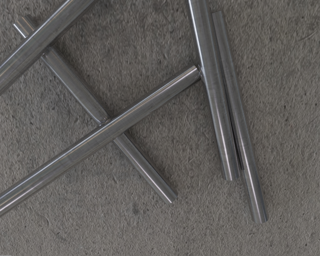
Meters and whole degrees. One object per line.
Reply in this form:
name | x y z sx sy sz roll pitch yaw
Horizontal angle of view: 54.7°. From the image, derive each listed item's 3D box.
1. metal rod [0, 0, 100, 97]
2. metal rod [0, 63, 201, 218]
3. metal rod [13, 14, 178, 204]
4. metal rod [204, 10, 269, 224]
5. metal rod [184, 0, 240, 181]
metal rod | -0.090 -0.136 0.339 0.300 0.025 0.025 -41 105 6
metal rod | -0.079 0.015 0.382 0.301 0.025 0.025 -35 107 -1
metal rod | -0.073 -0.012 0.404 0.025 0.025 0.300 -35 107 12
metal rod | 0.105 0.000 0.410 0.025 0.025 0.298 -16 110 6
metal rod | 0.060 -0.068 0.367 0.025 0.025 0.298 -14 113 5
